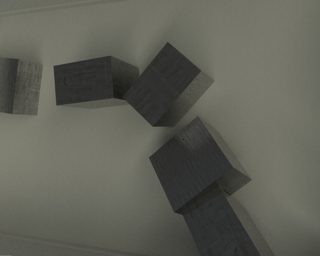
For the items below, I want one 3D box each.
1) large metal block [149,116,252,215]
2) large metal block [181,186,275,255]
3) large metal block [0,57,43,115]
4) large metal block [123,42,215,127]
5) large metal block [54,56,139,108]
[{"bbox_3d":[0.045,0.047,0.364,0.080,0.050,0.080,-41,48,15],"label":"large metal block"},{"bbox_3d":[0.077,0.121,0.331,0.050,0.080,0.080,-38,44,10],"label":"large metal block"},{"bbox_3d":[-0.236,-0.065,0.481,0.080,0.050,0.079,9,93,19],"label":"large metal block"},{"bbox_3d":[0.014,-0.048,0.376,0.050,0.080,0.080,45,104,14],"label":"large metal block"},{"bbox_3d":[-0.079,-0.056,0.409,0.080,0.080,0.050,-5,88,20],"label":"large metal block"}]
